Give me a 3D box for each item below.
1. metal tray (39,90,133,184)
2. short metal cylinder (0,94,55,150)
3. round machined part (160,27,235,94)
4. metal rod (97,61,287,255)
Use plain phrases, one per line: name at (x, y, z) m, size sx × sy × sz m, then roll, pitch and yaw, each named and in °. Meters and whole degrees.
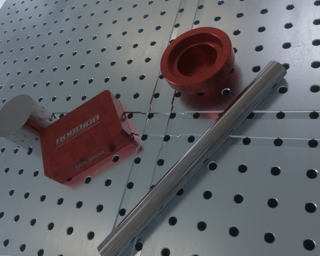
metal tray at (-0.112, 0.012, 0.457) m, size 0.130 × 0.030 × 0.090 m, roll -31°, pitch 52°, yaw 8°
short metal cylinder at (-0.225, -0.009, 0.516) m, size 0.080 × 0.050 × 0.080 m, roll -13°, pitch 56°, yaw 21°
round machined part at (0.054, -0.086, 0.422) m, size 0.098 × 0.042 × 0.098 m, roll -13°, pitch 56°, yaw 21°
metal rod at (0.041, 0.035, 0.364) m, size 0.300 × 0.025 × 0.025 m, roll -46°, pitch 51°, yaw -5°
